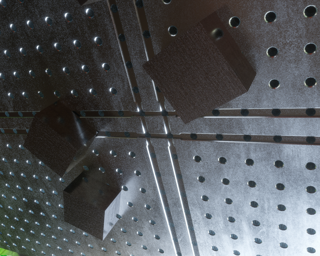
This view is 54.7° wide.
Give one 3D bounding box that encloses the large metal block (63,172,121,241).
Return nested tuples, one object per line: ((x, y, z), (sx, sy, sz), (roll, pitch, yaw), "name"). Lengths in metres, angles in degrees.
((-0.118, 0.136, 0.540), (0.080, 0.050, 0.079), (21, 126, 15), "large metal block")

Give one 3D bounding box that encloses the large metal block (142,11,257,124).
((0.043, -0.063, 0.333), (0.080, 0.050, 0.080), (-29, 103, 37), "large metal block")

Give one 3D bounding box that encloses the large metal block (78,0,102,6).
((-0.040, -0.166, 0.293), (0.080, 0.080, 0.050), (-21, 108, 35), "large metal block")

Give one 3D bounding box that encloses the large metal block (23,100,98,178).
((-0.157, 0.018, 0.486), (0.080, 0.050, 0.080), (39, 129, 1), "large metal block")
